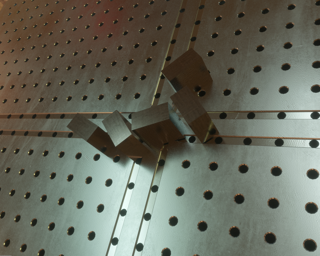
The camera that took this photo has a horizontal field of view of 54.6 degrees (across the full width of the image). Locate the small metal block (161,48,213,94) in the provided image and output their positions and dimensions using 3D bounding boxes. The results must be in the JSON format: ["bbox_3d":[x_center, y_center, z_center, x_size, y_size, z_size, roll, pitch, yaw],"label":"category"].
[{"bbox_3d":[0.037,-0.070,0.417,0.050,0.050,0.025,-37,51,3],"label":"small metal block"}]

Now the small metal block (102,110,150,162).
[{"bbox_3d":[-0.045,0.011,0.410,0.025,0.050,0.050,-38,51,3],"label":"small metal block"}]

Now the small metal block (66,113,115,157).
[{"bbox_3d":[-0.095,0.010,0.437,0.050,0.050,0.025,29,78,37],"label":"small metal block"}]

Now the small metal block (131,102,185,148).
[{"bbox_3d":[-0.002,-0.003,0.396,0.050,0.050,0.025,-17,55,19],"label":"small metal block"}]

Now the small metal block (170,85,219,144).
[{"bbox_3d":[0.042,-0.016,0.381,0.025,0.050,0.050,-35,51,6],"label":"small metal block"}]
